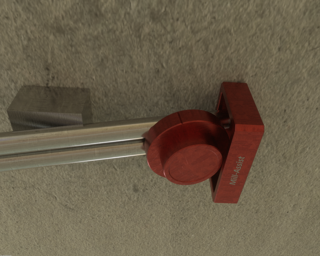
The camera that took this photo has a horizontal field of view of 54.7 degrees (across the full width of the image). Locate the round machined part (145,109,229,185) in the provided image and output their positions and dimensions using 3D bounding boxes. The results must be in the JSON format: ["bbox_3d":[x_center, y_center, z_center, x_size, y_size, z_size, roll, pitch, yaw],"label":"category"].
[{"bbox_3d":[0.034,0.029,0.359,0.099,0.042,0.097,-8,133,-8],"label":"round machined part"}]

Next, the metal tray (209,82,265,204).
[{"bbox_3d":[0.086,0.020,0.384,0.030,0.090,0.129,3,130,-3],"label":"metal tray"}]

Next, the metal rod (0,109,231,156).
[{"bbox_3d":[-0.065,0.005,0.353,0.302,0.025,0.025,-6,131,-12],"label":"metal rod"}]

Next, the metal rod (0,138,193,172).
[{"bbox_3d":[-0.067,0.026,0.371,0.302,0.025,0.025,-6,131,-12],"label":"metal rod"}]

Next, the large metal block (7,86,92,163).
[{"bbox_3d":[-0.129,-0.003,0.383,0.081,0.050,0.079,2,130,-3],"label":"large metal block"}]
